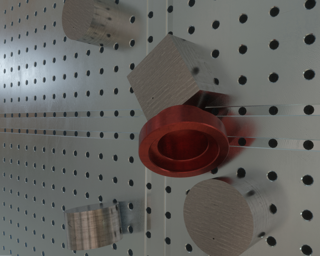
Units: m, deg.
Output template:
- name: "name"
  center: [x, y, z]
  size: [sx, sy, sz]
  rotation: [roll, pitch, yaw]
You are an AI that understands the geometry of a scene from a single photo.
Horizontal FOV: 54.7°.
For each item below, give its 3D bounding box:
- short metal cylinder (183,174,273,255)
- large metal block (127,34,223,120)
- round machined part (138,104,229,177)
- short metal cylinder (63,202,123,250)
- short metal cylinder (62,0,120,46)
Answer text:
- name: "short metal cylinder"
  center: [0.073, 0.092, 0.333]
  size: [0.080, 0.050, 0.079]
  rotation: [0, 90, 40]
- name: "large metal block"
  center: [0.016, -0.053, 0.380]
  size: [0.080, 0.050, 0.080]
  rotation: [-39, 66, 33]
- name: "round machined part"
  center: [0.025, 0.012, 0.350]
  size: [0.098, 0.098, 0.042]
  rotation: [-39, 36, 33]
- name: "short metal cylinder"
  center: [-0.097, 0.141, 0.454]
  size: [0.080, 0.081, 0.050]
  rotation: [-13, 82, 39]
- name: "short metal cylinder"
  center: [-0.108, -0.172, 0.482]
  size: [0.080, 0.050, 0.079]
  rotation: [0, 90, 40]
